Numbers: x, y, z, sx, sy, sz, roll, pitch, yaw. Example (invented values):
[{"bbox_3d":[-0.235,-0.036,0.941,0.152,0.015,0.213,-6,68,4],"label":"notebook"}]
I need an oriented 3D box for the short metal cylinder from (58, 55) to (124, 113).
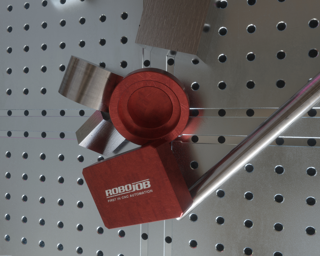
[{"bbox_3d":[-0.088,-0.058,0.414,0.080,0.080,0.050,25,98,18],"label":"short metal cylinder"}]

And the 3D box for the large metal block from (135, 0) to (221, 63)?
[{"bbox_3d":[0.024,-0.133,0.391,0.080,0.050,0.080,16,95,19],"label":"large metal block"}]

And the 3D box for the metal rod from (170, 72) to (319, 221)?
[{"bbox_3d":[0.123,0.009,0.368,0.299,0.025,0.025,-44,76,14],"label":"metal rod"}]

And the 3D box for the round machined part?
[{"bbox_3d":[-0.012,-0.029,0.394,0.099,0.042,0.097,2,112,4],"label":"round machined part"}]

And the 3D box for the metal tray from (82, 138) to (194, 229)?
[{"bbox_3d":[-0.033,0.075,0.396,0.130,0.030,0.090,-21,92,34],"label":"metal tray"}]

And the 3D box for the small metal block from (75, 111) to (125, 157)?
[{"bbox_3d":[-0.077,0.007,0.423,0.050,0.050,0.025,-44,45,16],"label":"small metal block"}]
